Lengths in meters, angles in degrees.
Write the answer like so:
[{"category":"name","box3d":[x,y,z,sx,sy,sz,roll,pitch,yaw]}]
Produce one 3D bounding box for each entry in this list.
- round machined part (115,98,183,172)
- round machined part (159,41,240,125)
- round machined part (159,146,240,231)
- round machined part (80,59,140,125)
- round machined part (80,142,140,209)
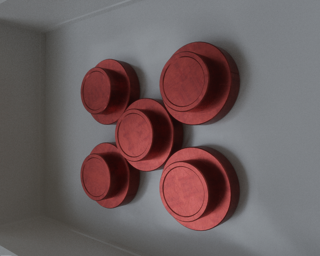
[{"category":"round machined part","box3d":[-0.021,0.009,0.409,0.098,0.042,0.097,0,90,39]},{"category":"round machined part","box3d":[0.038,-0.052,0.361,0.098,0.042,0.097,0,90,39]},{"category":"round machined part","box3d":[0.038,0.071,0.361,0.098,0.042,0.097,0,90,39]},{"category":"round machined part","box3d":[-0.080,-0.053,0.457,0.098,0.042,0.097,0,90,39]},{"category":"round machined part","box3d":[-0.080,0.070,0.457,0.098,0.042,0.097,0,90,39]}]
